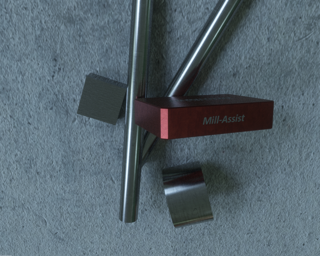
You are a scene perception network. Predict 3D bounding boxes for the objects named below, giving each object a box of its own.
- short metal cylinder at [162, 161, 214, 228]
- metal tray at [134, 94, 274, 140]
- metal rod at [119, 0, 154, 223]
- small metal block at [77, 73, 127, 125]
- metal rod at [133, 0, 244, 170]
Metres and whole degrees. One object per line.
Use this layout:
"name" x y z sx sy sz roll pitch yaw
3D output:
"short metal cylinder" 0.037 0.088 0.414 0.050 0.080 0.080 -14 110 5
"metal tray" 0.046 -0.017 0.345 0.131 0.090 0.030 -5 102 -22
"metal rod" -0.030 -0.023 0.382 0.025 0.025 0.298 4 103 -2
"small metal block" -0.073 -0.037 0.395 0.050 0.025 0.050 17 109 -7
"metal rod" 0.036 -0.071 0.384 0.025 0.025 0.298 28 107 -10
